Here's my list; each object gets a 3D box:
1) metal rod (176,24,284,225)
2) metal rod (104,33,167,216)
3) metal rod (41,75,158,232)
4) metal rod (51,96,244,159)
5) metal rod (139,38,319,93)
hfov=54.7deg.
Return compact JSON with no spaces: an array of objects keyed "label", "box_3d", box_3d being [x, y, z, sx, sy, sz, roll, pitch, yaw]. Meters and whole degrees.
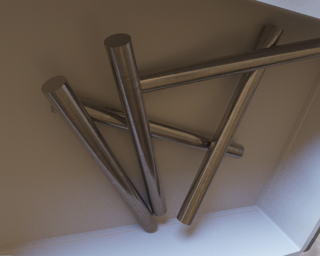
[{"label":"metal rod","box_3d":[0.095,0.002,0.436,0.025,0.025,0.298,17,101,-35]},{"label":"metal rod","box_3d":[-0.020,0.025,0.385,0.025,0.025,0.298,-24,137,-14]},{"label":"metal rod","box_3d":[-0.058,0.057,0.394,0.025,0.025,0.299,-31,135,-8]},{"label":"metal rod","box_3d":[0.008,0.005,0.417,0.302,0.025,0.025,16,110,-35]},{"label":"metal rod","box_3d":[0.116,-0.085,0.389,0.302,0.025,0.025,-13,125,-10]}]
